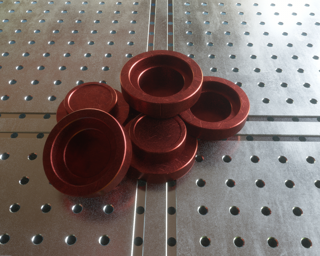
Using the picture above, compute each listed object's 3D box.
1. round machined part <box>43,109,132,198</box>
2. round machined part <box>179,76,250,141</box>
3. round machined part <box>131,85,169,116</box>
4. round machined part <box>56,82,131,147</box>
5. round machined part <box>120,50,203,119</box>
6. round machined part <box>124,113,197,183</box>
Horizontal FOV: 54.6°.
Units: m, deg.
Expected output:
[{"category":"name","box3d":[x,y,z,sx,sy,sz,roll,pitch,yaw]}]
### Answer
[{"category":"round machined part","box3d":[-0.078,0.030,0.354,0.098,0.042,0.098,-4,72,13]},{"category":"round machined part","box3d":[0.066,-0.022,0.415,0.099,0.042,0.098,0,50,0]},{"category":"round machined part","box3d":[-0.003,-0.060,0.447,0.099,0.042,0.098,0,50,0]},{"category":"round machined part","box3d":[-0.090,-0.024,0.417,0.099,0.042,0.098,0,50,0]},{"category":"round machined part","box3d":[0.002,-0.050,0.383,0.099,0.042,0.098,0,50,0]},{"category":"round machined part","box3d":[-0.003,0.015,0.383,0.099,0.042,0.098,0,50,0]}]
